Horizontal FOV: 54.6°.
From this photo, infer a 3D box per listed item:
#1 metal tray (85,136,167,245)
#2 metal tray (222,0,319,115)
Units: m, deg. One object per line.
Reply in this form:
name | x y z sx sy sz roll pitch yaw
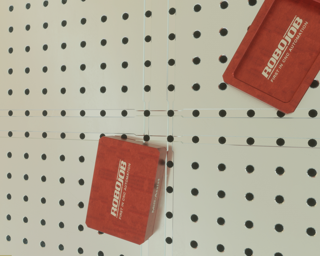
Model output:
metal tray | -0.047 0.082 0.427 0.090 0.030 0.129 11 94 19
metal tray | 0.144 -0.092 0.359 0.090 0.030 0.129 31 100 17
